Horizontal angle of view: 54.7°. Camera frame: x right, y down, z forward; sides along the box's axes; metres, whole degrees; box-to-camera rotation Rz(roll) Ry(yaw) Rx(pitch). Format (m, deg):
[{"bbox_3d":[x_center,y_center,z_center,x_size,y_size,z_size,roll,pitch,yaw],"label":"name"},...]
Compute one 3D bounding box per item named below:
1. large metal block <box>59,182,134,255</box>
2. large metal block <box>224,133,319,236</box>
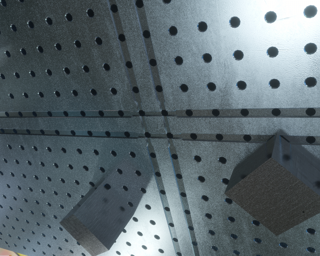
[{"bbox_3d":[-0.105,0.154,0.524,0.080,0.080,0.050,49,129,-6],"label":"large metal block"},{"bbox_3d":[0.138,0.068,0.364,0.080,0.050,0.080,39,129,1],"label":"large metal block"}]
